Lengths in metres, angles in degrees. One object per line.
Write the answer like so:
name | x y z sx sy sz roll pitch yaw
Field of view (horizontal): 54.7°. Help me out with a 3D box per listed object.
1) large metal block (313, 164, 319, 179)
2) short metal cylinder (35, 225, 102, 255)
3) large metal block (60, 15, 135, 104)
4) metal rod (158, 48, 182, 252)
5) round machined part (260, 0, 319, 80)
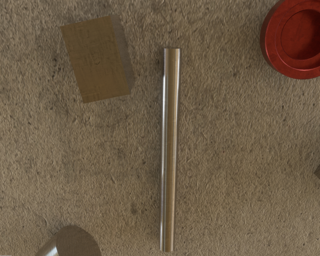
large metal block | 0.276 0.055 0.421 0.080 0.050 0.079 22 109 -8
short metal cylinder | -0.132 0.190 0.449 0.080 0.080 0.050 42 105 -14
large metal block | -0.065 -0.081 0.350 0.050 0.080 0.079 -11 110 4
metal rod | 0.012 0.043 0.425 0.025 0.025 0.298 1 110 -1
round machined part | 0.166 -0.109 0.363 0.099 0.042 0.097 0 110 -1
